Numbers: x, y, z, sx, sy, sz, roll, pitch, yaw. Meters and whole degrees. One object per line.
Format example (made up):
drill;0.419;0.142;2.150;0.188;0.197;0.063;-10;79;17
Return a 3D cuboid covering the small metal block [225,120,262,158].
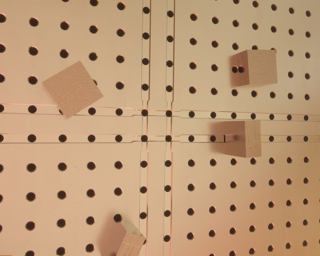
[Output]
small metal block;0.118;0.015;0.442;0.025;0.050;0.050;-2;91;-20

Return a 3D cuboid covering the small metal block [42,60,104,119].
small metal block;-0.105;-0.045;0.374;0.050;0.025;0.050;-35;102;-17

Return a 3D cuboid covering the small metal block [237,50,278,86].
small metal block;0.146;-0.090;0.466;0.050;0.025;0.050;-5;92;-20

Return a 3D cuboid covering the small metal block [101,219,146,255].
small metal block;-0.046;0.147;0.382;0.025;0.050;0.050;27;81;-18
